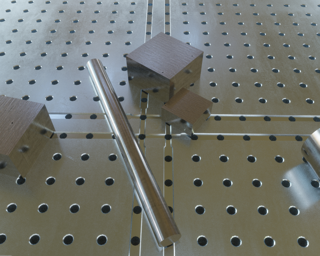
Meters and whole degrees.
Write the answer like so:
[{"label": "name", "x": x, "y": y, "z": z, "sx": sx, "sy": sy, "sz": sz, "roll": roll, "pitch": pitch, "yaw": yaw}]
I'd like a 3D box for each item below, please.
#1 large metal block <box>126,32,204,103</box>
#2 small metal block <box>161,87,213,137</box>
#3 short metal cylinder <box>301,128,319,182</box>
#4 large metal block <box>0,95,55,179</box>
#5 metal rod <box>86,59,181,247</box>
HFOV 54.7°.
[{"label": "large metal block", "x": 0.007, "y": -0.092, "z": 0.469, "sx": 0.080, "sy": 0.050, "sz": 0.080, "roll": 32, "pitch": 57, "yaw": 24}, {"label": "small metal block", "x": 0.037, "y": -0.023, "z": 0.428, "sx": 0.050, "sy": 0.025, "sz": 0.050, "roll": 30, "pitch": 56, "yaw": 22}, {"label": "short metal cylinder", "x": 0.211, "y": 0.030, "z": 0.350, "sx": 0.081, "sy": 0.080, "sz": 0.050, "roll": -10, "pitch": 51, "yaw": -9}, {"label": "large metal block", "x": -0.192, "y": 0.008, "z": 0.382, "sx": 0.080, "sy": 0.050, "sz": 0.080, "roll": 12, "pitch": 51, "yaw": 9}, {"label": "metal rod", "x": -0.047, "y": 0.007, "z": 0.400, "sx": 0.025, "sy": 0.025, "sz": 0.300, "roll": -17, "pitch": 52, "yaw": -14}]
